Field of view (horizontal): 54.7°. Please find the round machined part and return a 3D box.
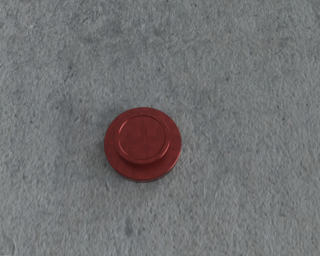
[{"bbox_3d":[-0.022,0.018,0.392,0.099,0.042,0.098,0,70,-1],"label":"round machined part"}]
